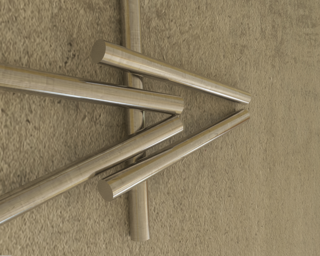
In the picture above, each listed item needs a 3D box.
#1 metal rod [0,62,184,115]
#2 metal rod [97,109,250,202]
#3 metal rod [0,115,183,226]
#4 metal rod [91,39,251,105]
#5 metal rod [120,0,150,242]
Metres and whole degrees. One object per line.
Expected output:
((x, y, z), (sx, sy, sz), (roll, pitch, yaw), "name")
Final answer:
((-0.102, -0.041, 0.304), (0.302, 0.025, 0.025), (6, 86, -34), "metal rod")
((0.043, 0.022, 0.424), (0.302, 0.025, 0.025), (-23, 105, -44), "metal rod")
((-0.095, 0.051, 0.309), (0.302, 0.025, 0.025), (-26, 107, -32), "metal rod")
((0.041, -0.064, 0.422), (0.302, 0.025, 0.025), (7, 86, -46), "metal rod")
((-0.031, -0.012, 0.382), (0.025, 0.025, 0.298), (-4, 93, -40), "metal rod")
